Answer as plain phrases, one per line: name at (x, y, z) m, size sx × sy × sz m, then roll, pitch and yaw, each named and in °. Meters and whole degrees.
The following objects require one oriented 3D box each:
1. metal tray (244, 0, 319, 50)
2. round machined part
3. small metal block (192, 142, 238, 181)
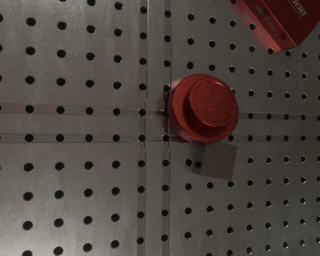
metal tray at (0.191, -0.199, 0.482) m, size 0.130 × 0.030 × 0.090 m, roll 45°, pitch 76°, yaw -15°
round machined part at (0.063, -0.029, 0.415) m, size 0.099 × 0.042 × 0.098 m, roll 5°, pitch 72°, yaw -17°
small metal block at (0.079, 0.045, 0.443) m, size 0.050 × 0.025 × 0.050 m, roll 13°, pitch 86°, yaw -20°
